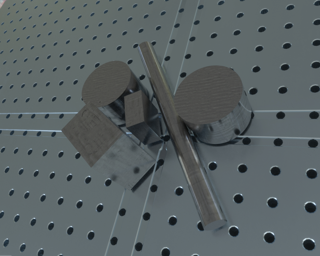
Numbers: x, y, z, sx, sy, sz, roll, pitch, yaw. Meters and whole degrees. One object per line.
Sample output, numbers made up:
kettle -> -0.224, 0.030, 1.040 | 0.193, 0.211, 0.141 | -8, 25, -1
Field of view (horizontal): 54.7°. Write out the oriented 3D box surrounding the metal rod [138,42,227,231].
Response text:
metal rod -> 0.016, -0.014, 0.403 | 0.025, 0.025, 0.299 | -28, 52, 11

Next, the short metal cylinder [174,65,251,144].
short metal cylinder -> 0.064, -0.027, 0.371 | 0.080, 0.050, 0.080 | -13, 56, 21

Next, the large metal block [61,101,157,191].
large metal block -> -0.063, 0.023, 0.386 | 0.050, 0.080, 0.080 | -48, 51, -4

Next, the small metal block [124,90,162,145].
small metal block -> -0.022, -0.013, 0.406 | 0.025, 0.050, 0.050 | -19, 54, 17

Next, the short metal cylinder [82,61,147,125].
short metal cylinder -> -0.066, -0.051, 0.453 | 0.080, 0.050, 0.080 | -13, 56, 21
